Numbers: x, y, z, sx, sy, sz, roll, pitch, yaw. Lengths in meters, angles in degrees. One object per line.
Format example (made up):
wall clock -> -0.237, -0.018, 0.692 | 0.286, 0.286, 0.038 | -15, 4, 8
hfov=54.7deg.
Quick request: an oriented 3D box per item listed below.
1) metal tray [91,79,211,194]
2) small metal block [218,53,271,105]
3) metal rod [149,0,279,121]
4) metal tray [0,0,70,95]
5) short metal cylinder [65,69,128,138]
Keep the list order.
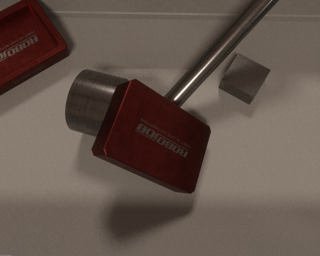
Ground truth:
metal tray -> -0.003, 0.014, 0.363 | 0.131, 0.030, 0.090 | 30, 68, -31
small metal block -> 0.119, -0.069, 0.436 | 0.050, 0.025, 0.050 | 31, 73, 10
metal rod -> 0.087, -0.111, 0.387 | 0.025, 0.025, 0.299 | 45, 100, 14
metal tray -> -0.208, -0.112, 0.432 | 0.131, 0.030, 0.090 | -35, 90, -12
short metal cylinder -> -0.075, -0.029, 0.388 | 0.050, 0.080, 0.080 | 15, 71, 9
